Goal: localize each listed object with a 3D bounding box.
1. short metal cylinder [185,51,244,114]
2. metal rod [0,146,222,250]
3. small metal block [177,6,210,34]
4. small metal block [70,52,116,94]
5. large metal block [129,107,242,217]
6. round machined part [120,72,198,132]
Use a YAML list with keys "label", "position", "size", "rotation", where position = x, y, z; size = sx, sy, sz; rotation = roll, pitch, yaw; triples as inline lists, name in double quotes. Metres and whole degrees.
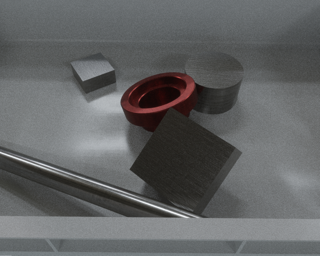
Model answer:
- label: "short metal cylinder"
  position: [0.075, -0.066, 0.445]
  size: [0.081, 0.050, 0.080]
  rotation: [0, 50, 0]
- label: "metal rod"
  position: [-0.085, 0.061, 0.328]
  size: [0.301, 0.025, 0.025]
  rotation: [14, 51, 20]
- label: "small metal block"
  position: [0.061, -0.202, 0.579]
  size: [0.050, 0.025, 0.050]
  rotation: [-7, 50, -7]
- label: "small metal block"
  position: [-0.102, -0.085, 0.475]
  size: [0.050, 0.025, 0.050]
  rotation: [-25, 55, -20]
- label: "large metal block"
  position: [0.029, 0.036, 0.334]
  size: [0.080, 0.050, 0.080]
  rotation: [34, 93, 24]
- label: "round machined part"
  position: [0.002, -0.031, 0.407]
  size: [0.098, 0.042, 0.098]
  rotation: [-12, 35, 9]
